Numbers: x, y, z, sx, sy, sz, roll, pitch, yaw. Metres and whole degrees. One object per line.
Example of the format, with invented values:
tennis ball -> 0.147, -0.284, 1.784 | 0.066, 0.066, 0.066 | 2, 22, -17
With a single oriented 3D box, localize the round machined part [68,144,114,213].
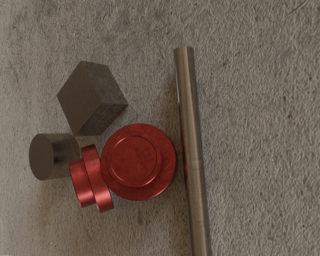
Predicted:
round machined part -> -0.101, 0.075, 0.444 | 0.098, 0.042, 0.097 | 164, 89, -77

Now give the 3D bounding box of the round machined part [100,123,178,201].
round machined part -> -0.028, 0.041, 0.388 | 0.098, 0.042, 0.098 | -2, 77, 9

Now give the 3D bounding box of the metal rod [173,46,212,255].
metal rod -> 0.041, 0.052, 0.371 | 0.025, 0.025, 0.298 | -8, 85, 40

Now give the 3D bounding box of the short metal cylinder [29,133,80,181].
short metal cylinder -> -0.185, 0.049, 0.542 | 0.080, 0.050, 0.079 | 0, 90, 40

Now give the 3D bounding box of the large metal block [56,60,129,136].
large metal block -> -0.106, -0.043, 0.476 | 0.080, 0.050, 0.080 | -44, 64, 31
